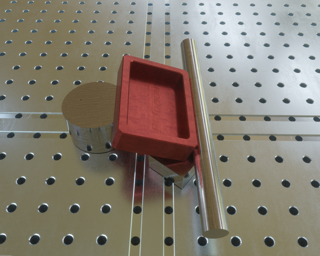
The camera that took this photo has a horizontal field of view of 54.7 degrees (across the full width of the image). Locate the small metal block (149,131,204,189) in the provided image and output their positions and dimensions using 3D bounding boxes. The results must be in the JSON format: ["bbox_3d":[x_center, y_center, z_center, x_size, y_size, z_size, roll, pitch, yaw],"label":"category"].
[{"bbox_3d":[0.022,0.037,0.376,0.050,0.025,0.050,32,57,23],"label":"small metal block"}]

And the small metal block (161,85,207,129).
[{"bbox_3d":[0.032,-0.030,0.434,0.050,0.025,0.050,-12,51,-10],"label":"small metal block"}]

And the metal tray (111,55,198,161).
[{"bbox_3d":[-0.007,-0.028,0.376,0.091,0.030,0.130,12,48,-16],"label":"metal tray"}]

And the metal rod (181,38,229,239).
[{"bbox_3d":[0.048,-0.015,0.388,0.025,0.025,0.300,-1,50,-1],"label":"metal rod"}]

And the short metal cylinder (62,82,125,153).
[{"bbox_3d":[-0.080,-0.014,0.401,0.081,0.050,0.080,0,50,0],"label":"short metal cylinder"}]
